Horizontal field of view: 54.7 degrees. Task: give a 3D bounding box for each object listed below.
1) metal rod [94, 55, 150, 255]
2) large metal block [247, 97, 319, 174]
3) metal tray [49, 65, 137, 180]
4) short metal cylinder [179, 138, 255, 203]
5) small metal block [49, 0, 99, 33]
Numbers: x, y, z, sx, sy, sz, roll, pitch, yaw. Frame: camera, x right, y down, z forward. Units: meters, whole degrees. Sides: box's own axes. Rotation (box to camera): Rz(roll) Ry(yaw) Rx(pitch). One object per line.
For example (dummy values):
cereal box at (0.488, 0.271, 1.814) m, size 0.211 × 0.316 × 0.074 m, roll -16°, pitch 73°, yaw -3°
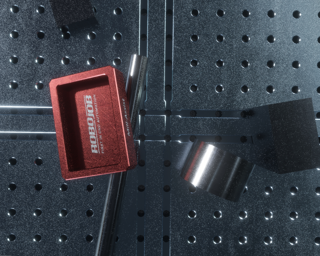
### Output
metal rod at (-0.054, 0.052, 0.412) m, size 0.025 × 0.025 × 0.298 m, roll 11°, pitch 90°, yaw -1°
large metal block at (0.152, 0.009, 0.388) m, size 0.050 × 0.080 × 0.080 m, roll -10°, pitch 90°, yaw 0°
metal tray at (-0.085, -0.005, 0.393) m, size 0.090 × 0.030 × 0.129 m, roll -11°, pitch 85°, yaw 13°
short metal cylinder at (0.071, 0.052, 0.387) m, size 0.080 × 0.080 × 0.050 m, roll 24°, pitch 90°, yaw -1°
small metal block at (-0.115, -0.161, 0.412) m, size 0.050 × 0.025 × 0.050 m, roll -17°, pitch 90°, yaw -1°
